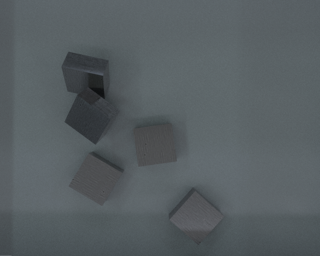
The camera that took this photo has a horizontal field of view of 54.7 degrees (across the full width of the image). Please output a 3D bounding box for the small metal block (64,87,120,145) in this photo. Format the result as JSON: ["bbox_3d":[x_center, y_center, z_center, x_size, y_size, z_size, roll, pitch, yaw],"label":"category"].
[{"bbox_3d":[-0.087,-0.015,0.398,0.050,0.025,0.050,37,126,-1],"label":"small metal block"}]

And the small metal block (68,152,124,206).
[{"bbox_3d":[-0.083,0.066,0.410,0.050,0.025,0.050,31,90,-1],"label":"small metal block"}]

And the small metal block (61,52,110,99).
[{"bbox_3d":[-0.093,-0.066,0.395,0.050,0.050,0.025,12,60,-1],"label":"small metal block"}]

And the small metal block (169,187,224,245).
[{"bbox_3d":[0.048,0.116,0.412,0.050,0.025,0.050,42,90,-1],"label":"small metal block"}]

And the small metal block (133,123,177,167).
[{"bbox_3d":[-0.007,0.022,0.411,0.050,0.025,0.050,-8,90,-1],"label":"small metal block"}]
